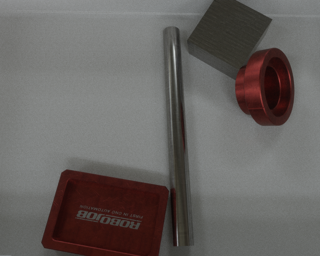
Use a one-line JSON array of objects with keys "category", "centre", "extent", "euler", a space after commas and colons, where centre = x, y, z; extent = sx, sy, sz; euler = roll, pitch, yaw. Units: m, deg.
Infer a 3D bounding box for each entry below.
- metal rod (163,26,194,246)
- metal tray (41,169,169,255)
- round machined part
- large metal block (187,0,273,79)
[{"category": "metal rod", "centre": [0.022, -0.003, 0.411], "extent": [0.025, 0.025, 0.299], "euler": [-2, 70, -1]}, {"category": "metal tray", "centre": [-0.061, 0.105, 0.367], "extent": [0.131, 0.030, 0.090], "euler": [9, 70, 3]}, {"category": "round machined part", "centre": [0.134, -0.051, 0.402], "extent": [0.042, 0.098, 0.098], "euler": [-1, 63, 45]}, {"category": "large metal block", "centre": [0.095, -0.127, 0.434], "extent": [0.080, 0.050, 0.080], "euler": [33, 88, 11]}]
